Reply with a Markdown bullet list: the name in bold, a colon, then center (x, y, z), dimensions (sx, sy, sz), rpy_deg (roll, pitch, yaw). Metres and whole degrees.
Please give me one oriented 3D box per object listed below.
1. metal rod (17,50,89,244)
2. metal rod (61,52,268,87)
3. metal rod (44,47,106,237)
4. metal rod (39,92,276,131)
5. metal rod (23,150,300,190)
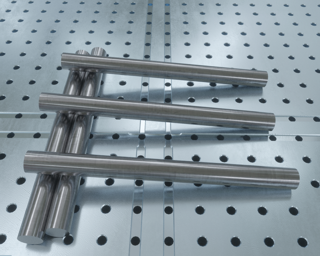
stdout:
- **metal rod**: center (-0.128, -0.002, 0.407), dimensions (0.025, 0.025, 0.300), rpy_deg (1, 50, 0)
- **metal rod**: center (0.010, -0.086, 0.461), dimensions (0.302, 0.025, 0.025), rpy_deg (4, 50, -5)
- **metal rod**: center (-0.103, -0.008, 0.412), dimensions (0.025, 0.025, 0.300), rpy_deg (1, 50, 0)
- **metal rod**: center (0.000, -0.021, 0.405), dimensions (0.302, 0.025, 0.025), rpy_deg (5, 50, -4)
- **metal rod**: center (0.007, 0.048, 0.349), dimensions (0.302, 0.025, 0.025), rpy_deg (4, 50, -5)
